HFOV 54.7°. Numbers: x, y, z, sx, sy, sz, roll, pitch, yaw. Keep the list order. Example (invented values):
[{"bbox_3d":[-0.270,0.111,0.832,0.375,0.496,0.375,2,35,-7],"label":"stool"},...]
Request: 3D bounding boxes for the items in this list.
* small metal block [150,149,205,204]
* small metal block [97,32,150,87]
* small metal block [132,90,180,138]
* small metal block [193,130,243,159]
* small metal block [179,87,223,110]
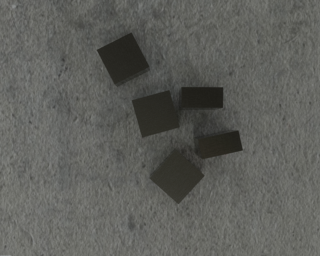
[{"bbox_3d":[0.022,0.063,0.410,0.050,0.025,0.050,42,90,-1],"label":"small metal block"},{"bbox_3d":[-0.047,-0.089,0.409,0.050,0.025,0.050,-27,90,-1],"label":"small metal block"},{"bbox_3d":[-0.005,-0.018,0.410,0.050,0.025,0.050,-15,90,-1],"label":"small metal block"},{"bbox_3d":[0.073,0.020,0.399,0.050,0.050,0.025,-12,90,0],"label":"small metal block"},{"bbox_3d":[0.051,-0.037,0.398,0.050,0.050,0.025,0,90,-1],"label":"small metal block"}]
